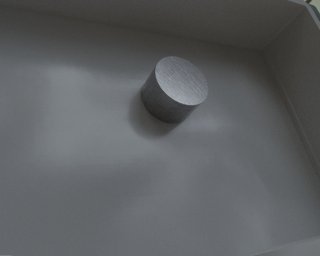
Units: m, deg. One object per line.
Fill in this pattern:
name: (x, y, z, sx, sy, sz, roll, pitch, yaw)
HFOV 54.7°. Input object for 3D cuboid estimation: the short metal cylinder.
short metal cylinder: (0.020, -0.053, 0.434, 0.081, 0.050, 0.080, 14, 56, -21)
